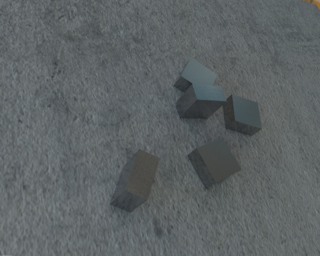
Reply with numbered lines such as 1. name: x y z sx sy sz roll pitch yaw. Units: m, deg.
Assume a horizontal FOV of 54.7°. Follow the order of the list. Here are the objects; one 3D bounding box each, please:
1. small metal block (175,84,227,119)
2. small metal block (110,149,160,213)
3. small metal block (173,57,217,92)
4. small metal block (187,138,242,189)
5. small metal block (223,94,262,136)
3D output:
1. small metal block: 0.058 -0.037 0.443 0.050 0.050 0.025 0 62 -29
2. small metal block: -0.028 0.058 0.338 0.025 0.050 0.050 27 52 -12
3. small metal block: 0.056 -0.075 0.481 0.050 0.025 0.050 33 51 -8
4. small metal block: 0.073 0.047 0.417 0.050 0.025 0.050 -17 71 -35
5. small metal block: 0.129 -0.020 0.488 0.050 0.025 0.050 15 56 -20
